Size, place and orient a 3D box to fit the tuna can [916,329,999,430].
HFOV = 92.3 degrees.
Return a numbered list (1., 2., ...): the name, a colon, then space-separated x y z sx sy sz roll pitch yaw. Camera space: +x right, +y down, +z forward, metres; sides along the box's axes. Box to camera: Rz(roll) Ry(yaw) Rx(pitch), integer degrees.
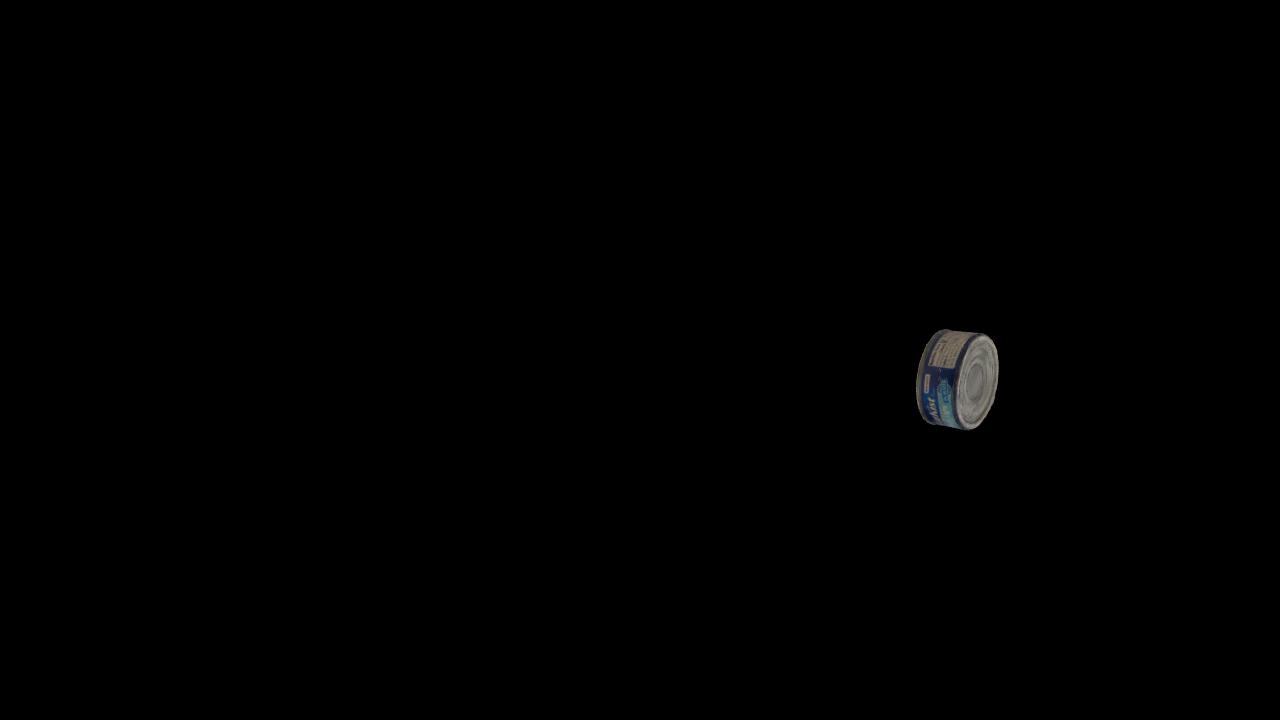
1. tuna can: 0.272 0.017 0.524 0.084 0.084 0.034 0 7 -40
